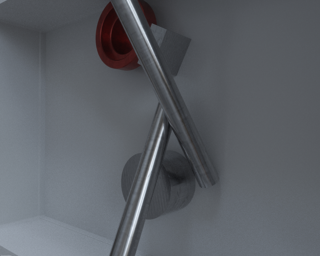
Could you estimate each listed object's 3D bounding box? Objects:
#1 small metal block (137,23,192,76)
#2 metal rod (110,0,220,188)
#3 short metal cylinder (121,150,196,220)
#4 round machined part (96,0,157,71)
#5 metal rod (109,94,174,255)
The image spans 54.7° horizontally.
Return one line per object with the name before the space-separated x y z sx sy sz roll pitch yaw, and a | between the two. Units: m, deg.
small metal block | 0.006 -0.096 0.384 0.025 0.050 0.050 35 111 34
metal rod | -0.007 -0.068 0.328 0.025 0.025 0.299 -16 106 39
short metal cylinder | -0.003 0.069 0.391 0.080 0.050 0.079 0 90 39
round machined part | -0.041 -0.128 0.427 0.098 0.042 0.097 0 90 39
metal rod | -0.028 0.096 0.324 0.025 0.025 0.299 1 65 39
